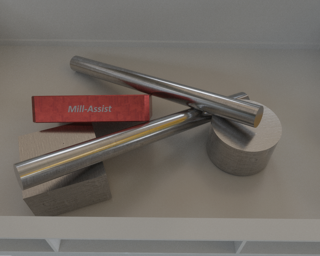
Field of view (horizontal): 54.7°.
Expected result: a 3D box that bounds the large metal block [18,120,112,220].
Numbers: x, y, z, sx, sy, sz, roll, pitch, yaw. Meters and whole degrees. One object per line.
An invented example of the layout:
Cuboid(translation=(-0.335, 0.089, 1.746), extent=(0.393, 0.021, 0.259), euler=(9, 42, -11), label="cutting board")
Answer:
Cuboid(translation=(-0.105, 0.044, 0.345), extent=(0.081, 0.050, 0.080), euler=(-15, 52, -13), label="large metal block")

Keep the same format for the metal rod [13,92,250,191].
Cuboid(translation=(-0.004, 0.002, 0.353), extent=(0.302, 0.025, 0.025), euler=(-19, 52, -33), label="metal rod")

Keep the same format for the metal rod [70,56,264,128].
Cuboid(translation=(-0.013, -0.057, 0.413), extent=(0.300, 0.025, 0.025), euler=(21, 52, 31), label="metal rod")

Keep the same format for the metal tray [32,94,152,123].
Cuboid(translation=(-0.077, -0.026, 0.385), extent=(0.131, 0.030, 0.090), euler=(-1, 6, 1), label="metal tray")

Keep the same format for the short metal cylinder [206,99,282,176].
Cuboid(translation=(0.100, 0.011, 0.378), extent=(0.081, 0.050, 0.080), euler=(0, 50, 0), label="short metal cylinder")
